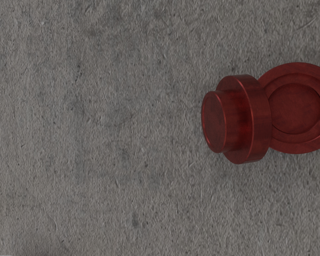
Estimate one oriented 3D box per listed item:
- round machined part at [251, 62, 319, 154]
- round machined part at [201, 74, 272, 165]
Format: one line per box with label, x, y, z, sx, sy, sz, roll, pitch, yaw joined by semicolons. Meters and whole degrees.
round machined part;0.149;-0.021;0.347;0.098;0.042;0.097;0;90;20
round machined part;0.077;-0.008;0.340;0.042;0.098;0.097;-7;88;-12
